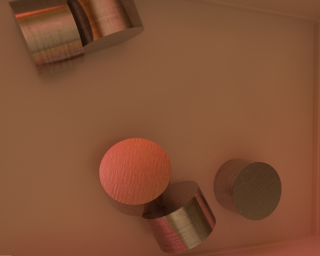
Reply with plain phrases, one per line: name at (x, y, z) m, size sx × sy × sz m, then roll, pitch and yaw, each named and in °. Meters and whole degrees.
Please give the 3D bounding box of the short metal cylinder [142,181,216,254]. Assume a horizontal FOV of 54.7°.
short metal cylinder at (0.023, 0.110, 0.391) m, size 0.080 × 0.080 × 0.050 m, roll -31°, pitch 101°, yaw -18°

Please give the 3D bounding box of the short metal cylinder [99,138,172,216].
short metal cylinder at (-0.028, 0.059, 0.368) m, size 0.081 × 0.050 × 0.080 m, roll 1°, pitch 60°, yaw -1°

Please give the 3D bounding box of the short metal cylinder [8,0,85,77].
short metal cylinder at (-0.122, -0.101, 0.336) m, size 0.050 × 0.080 × 0.080 m, roll -23°, pitch 98°, yaw -19°

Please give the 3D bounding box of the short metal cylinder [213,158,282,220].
short metal cylinder at (0.125, 0.086, 0.445) m, size 0.081 × 0.050 × 0.079 m, roll 0°, pitch 90°, yaw -21°

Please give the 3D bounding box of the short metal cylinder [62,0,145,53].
short metal cylinder at (-0.065, -0.125, 0.358) m, size 0.081 × 0.080 × 0.050 m, roll -23°, pitch 98°, yaw -19°
